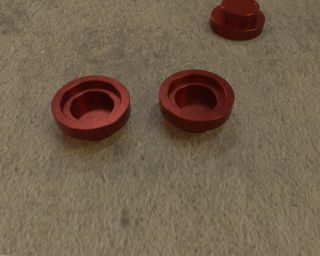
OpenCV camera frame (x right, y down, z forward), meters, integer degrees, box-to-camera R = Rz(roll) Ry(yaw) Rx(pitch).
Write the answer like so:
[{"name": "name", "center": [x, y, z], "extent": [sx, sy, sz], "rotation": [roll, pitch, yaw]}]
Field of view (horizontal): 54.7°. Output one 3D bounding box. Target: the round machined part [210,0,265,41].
[{"name": "round machined part", "center": [0.143, -0.206, 0.567], "extent": [0.099, 0.042, 0.098], "rotation": [0, 50, 0]}]

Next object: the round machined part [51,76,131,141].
[{"name": "round machined part", "center": [-0.088, -0.022, 0.410], "extent": [0.099, 0.042, 0.098], "rotation": [0, 50, 0]}]

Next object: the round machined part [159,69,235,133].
[{"name": "round machined part", "center": [0.048, -0.032, 0.420], "extent": [0.099, 0.042, 0.098], "rotation": [0, 50, 0]}]
